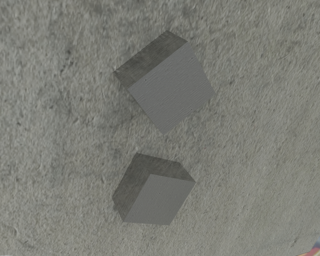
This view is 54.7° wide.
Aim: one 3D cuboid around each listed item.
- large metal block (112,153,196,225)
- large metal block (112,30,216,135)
[{"bbox_3d":[-0.009,0.089,0.442,0.081,0.050,0.080,17,109,-35],"label":"large metal block"},{"bbox_3d":[0.006,-0.052,0.363,0.080,0.050,0.080,-39,130,-2],"label":"large metal block"}]
